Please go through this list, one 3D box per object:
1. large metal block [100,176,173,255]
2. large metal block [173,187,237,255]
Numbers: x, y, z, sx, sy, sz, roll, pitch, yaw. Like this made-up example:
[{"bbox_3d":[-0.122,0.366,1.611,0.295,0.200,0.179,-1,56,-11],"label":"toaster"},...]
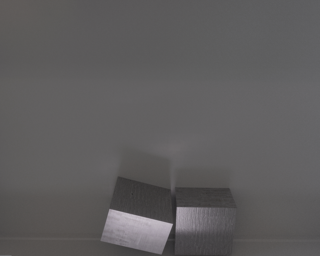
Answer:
[{"bbox_3d":[-0.030,0.117,0.425,0.080,0.080,0.050,15,109,-6],"label":"large metal block"},{"bbox_3d":[0.062,0.134,0.448,0.081,0.050,0.079,1,110,-1],"label":"large metal block"}]
